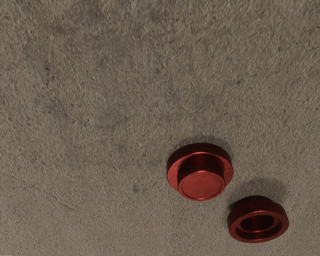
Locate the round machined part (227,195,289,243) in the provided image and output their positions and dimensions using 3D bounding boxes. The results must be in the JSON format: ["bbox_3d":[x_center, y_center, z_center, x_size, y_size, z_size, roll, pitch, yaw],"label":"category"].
[{"bbox_3d":[0.164,0.152,0.528,0.099,0.042,0.097,-1,130,0],"label":"round machined part"}]

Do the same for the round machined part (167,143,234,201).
[{"bbox_3d":[0.059,0.071,0.458,0.099,0.042,0.097,-1,130,0],"label":"round machined part"}]
